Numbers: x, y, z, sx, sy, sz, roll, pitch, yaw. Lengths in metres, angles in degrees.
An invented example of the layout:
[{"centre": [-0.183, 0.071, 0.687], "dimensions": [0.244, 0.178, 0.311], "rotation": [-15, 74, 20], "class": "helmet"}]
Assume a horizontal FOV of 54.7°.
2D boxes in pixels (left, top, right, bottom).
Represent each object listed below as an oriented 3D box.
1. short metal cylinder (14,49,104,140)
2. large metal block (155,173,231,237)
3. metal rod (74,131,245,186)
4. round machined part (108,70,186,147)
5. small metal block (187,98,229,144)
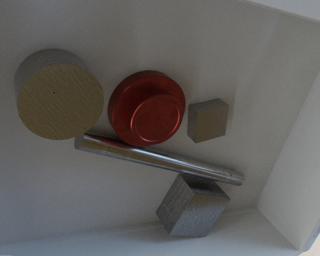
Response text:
[{"centre": [-0.103, -0.035, 0.315], "dimensions": [0.081, 0.050, 0.079], "rotation": [-14, 125, -21], "class": "short metal cylinder"}, {"centre": [0.053, 0.126, 0.502], "dimensions": [0.081, 0.050, 0.080], "rotation": [17, 109, -35], "class": "large metal block"}, {"centre": [0.021, 0.051, 0.453], "dimensions": [0.302, 0.025, 0.025], "rotation": [18, 109, -36], "class": "metal rod"}, {"centre": [-0.011, -0.018, 0.382], "dimensions": [0.099, 0.042, 0.097], "rotation": [-14, 125, -21], "class": "round machined part"}, {"centre": [0.068, -0.011, 0.441], "dimensions": [0.050, 0.025, 0.050], "rotation": [-14, 125, -21], "class": "small metal block"}]
